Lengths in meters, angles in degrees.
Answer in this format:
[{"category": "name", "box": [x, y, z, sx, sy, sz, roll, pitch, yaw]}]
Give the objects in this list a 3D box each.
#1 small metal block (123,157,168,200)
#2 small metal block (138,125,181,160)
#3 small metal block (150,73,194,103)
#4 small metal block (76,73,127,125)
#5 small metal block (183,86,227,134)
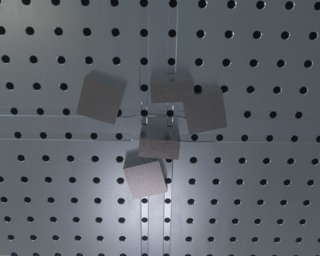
[{"category": "small metal block", "box": [-0.020, 0.068, 0.438, 0.050, 0.025, 0.050, -14, 110, 5]}, {"category": "small metal block", "box": [-0.001, 0.018, 0.406, 0.050, 0.050, 0.025, 5, 110, -2]}, {"category": "small metal block", "box": [0.014, -0.050, 0.382, 0.050, 0.050, 0.025, -2, 110, 1]}, {"category": "small metal block", "box": [-0.075, -0.038, 0.399, 0.050, 0.025, 0.050, 17, 109, -6]}, {"category": "small metal block", "box": [0.057, -0.024, 0.405, 0.050, 0.025, 0.050, -11, 110, 4]}]
